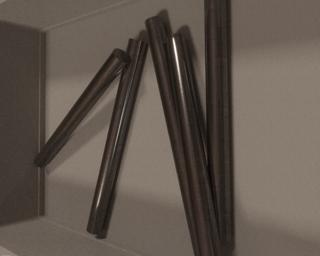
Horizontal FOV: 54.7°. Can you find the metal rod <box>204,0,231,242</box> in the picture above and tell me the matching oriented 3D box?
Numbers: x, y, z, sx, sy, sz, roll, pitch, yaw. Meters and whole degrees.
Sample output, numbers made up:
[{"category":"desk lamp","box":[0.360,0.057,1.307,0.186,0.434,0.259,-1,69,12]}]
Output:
[{"category":"metal rod","box":[0.065,-0.024,0.351,0.025,0.025,0.298,-2,89,39]}]

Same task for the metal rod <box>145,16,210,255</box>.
[{"category":"metal rod","box":[0.022,0.002,0.386,0.025,0.025,0.298,-19,78,38]}]

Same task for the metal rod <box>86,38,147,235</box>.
[{"category":"metal rod","box":[-0.067,0.020,0.459,0.025,0.025,0.298,23,104,37]}]

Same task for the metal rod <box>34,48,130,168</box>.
[{"category":"metal rod","box":[-0.139,-0.016,0.501,0.299,0.025,0.025,-42,65,37]}]

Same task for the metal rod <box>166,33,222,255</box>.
[{"category":"metal rod","box":[0.038,0.030,0.349,0.025,0.025,0.299,-20,70,38]}]
